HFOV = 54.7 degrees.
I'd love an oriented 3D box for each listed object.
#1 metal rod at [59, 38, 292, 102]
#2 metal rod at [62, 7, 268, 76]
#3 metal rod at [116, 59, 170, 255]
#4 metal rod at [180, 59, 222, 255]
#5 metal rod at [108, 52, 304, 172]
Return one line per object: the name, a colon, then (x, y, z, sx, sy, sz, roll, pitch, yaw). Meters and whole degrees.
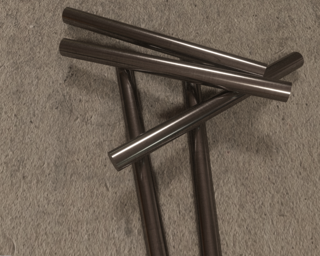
metal rod: (0.011, -0.077, 0.401, 0.301, 0.025, 0.025, 14, 71, 11)
metal rod: (-0.004, -0.120, 0.431, 0.301, 0.025, 0.025, 20, 71, 15)
metal rod: (-0.024, 0.041, 0.392, 0.025, 0.025, 0.299, -10, 70, -4)
metal rod: (0.050, 0.034, 0.396, 0.025, 0.025, 0.299, -3, 70, -2)
metal rod: (0.072, -0.030, 0.396, 0.302, 0.025, 0.025, -29, 73, -20)
